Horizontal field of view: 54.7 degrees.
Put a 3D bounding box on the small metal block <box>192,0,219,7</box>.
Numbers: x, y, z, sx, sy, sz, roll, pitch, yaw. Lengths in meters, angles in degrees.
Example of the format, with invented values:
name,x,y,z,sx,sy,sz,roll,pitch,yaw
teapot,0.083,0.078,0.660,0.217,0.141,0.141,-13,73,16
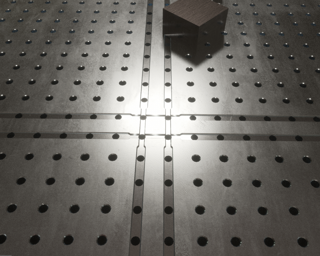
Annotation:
name,x,y,z,sx,sy,sz,roll,pitch,yaw
small metal block,0.097,-0.283,0.647,0.050,0.025,0.050,35,58,25

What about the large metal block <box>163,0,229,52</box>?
name,x,y,z,sx,sy,sz,roll,pitch,yaw
large metal block,0.062,-0.191,0.553,0.080,0.050,0.080,36,59,26
